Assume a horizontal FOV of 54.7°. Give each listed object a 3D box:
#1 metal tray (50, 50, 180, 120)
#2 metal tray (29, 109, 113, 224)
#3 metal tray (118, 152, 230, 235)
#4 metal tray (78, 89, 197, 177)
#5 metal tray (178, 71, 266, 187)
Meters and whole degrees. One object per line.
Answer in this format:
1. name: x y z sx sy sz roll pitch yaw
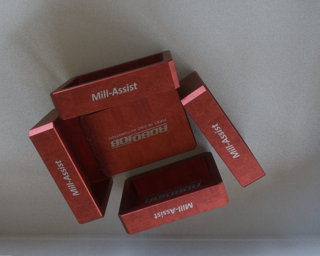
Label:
1. metal tray: -0.047 -0.052 0.354 0.131 0.090 0.030 -15 110 5
2. metal tray: -0.104 0.041 0.388 0.030 0.090 0.129 -20 109 7
3. metal tray: 0.016 0.081 0.405 0.131 0.090 0.030 -19 109 6
4. metal tray: -0.027 0.002 0.406 0.131 0.030 0.090 -19 109 6
5. metal tray: 0.071 -0.001 0.376 0.030 0.090 0.130 -34 107 12
